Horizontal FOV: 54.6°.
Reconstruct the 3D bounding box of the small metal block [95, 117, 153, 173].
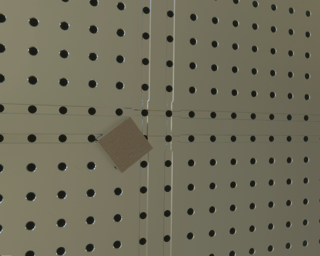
[{"bbox_3d":[-0.046,0.021,0.395,0.050,0.025,0.050,-38,102,-16],"label":"small metal block"}]
